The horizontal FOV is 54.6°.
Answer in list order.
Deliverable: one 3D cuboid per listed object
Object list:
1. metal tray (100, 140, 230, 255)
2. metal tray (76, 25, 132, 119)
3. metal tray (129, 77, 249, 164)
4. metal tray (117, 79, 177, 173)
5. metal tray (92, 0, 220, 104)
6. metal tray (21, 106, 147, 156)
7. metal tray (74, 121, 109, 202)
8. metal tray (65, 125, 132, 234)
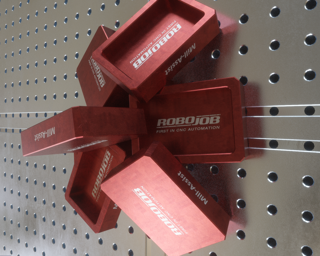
[{"bbox_3d":[0.005,0.086,0.359,0.090,0.030,0.130,-36,101,35],"label":"metal tray"},{"bbox_3d":[-0.079,-0.078,0.451,0.090,0.030,0.130,-53,44,27],"label":"metal tray"},{"bbox_3d":[0.031,-0.005,0.358,0.130,0.030,0.090,-4,87,22],"label":"metal tray"},{"bbox_3d":[-0.023,0.000,0.426,0.090,0.030,0.129,-6,84,38],"label":"metal tray"},{"bbox_3d":[-0.006,-0.101,0.368,0.130,0.030,0.090,-45,57,-7],"label":"metal tray"},{"bbox_3d":[-0.090,0.006,0.358,0.130,0.091,0.030,-16,80,43],"label":"metal tray"},{"bbox_3d":[-0.096,0.052,0.487,0.090,0.030,0.129,-5,86,39],"label":"metal tray"},{"bbox_3d":[-0.084,0.068,0.437,0.090,0.030,0.129,33,111,35],"label":"metal tray"}]
